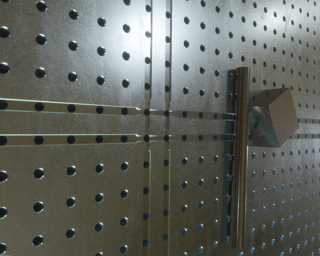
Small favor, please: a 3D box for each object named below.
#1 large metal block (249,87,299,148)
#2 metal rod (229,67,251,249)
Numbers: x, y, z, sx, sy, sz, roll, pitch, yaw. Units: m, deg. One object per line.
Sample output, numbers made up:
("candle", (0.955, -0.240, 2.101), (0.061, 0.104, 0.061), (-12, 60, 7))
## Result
("large metal block", (0.203, -0.019, 0.563), (0.081, 0.050, 0.080), (-34, 111, -35))
("metal rod", (0.135, 0.048, 0.521), (0.025, 0.025, 0.298), (4, 87, -40))
